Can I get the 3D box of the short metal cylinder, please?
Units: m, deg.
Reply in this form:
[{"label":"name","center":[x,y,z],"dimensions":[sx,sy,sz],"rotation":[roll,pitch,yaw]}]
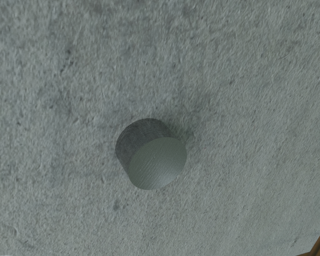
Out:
[{"label":"short metal cylinder","center":[-0.012,0.034,0.407],"dimensions":[0.081,0.050,0.079],"rotation":[-14,125,-21]}]
